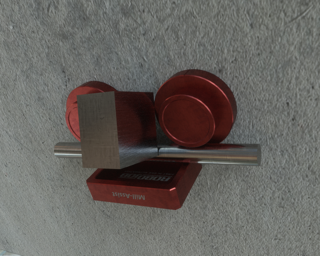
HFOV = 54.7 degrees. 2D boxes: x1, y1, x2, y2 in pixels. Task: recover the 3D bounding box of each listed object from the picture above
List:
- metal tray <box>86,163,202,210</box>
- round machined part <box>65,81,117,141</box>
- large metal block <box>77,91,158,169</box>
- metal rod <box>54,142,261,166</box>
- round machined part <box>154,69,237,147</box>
[{"bbox_3d":[-0.020,0.062,0.413,0.130,0.090,0.030,-1,118,28],"label":"metal tray"},{"bbox_3d":[-0.092,-0.013,0.433,0.098,0.042,0.097,13,124,20],"label":"round machined part"},{"bbox_3d":[-0.046,0.000,0.361,0.050,0.080,0.079,-2,94,28],"label":"large metal block"},{"bbox_3d":[-0.023,0.032,0.412,0.300,0.025,0.025,-1,118,28],"label":"metal rod"},{"bbox_3d":[0.037,-0.016,0.366,0.098,0.042,0.097,13,124,20],"label":"round machined part"}]
